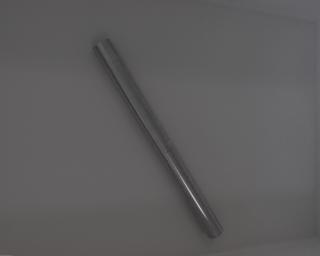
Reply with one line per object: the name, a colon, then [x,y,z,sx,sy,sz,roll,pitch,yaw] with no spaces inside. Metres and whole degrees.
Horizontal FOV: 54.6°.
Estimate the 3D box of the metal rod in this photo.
metal rod: [0.003,0.022,0.411,0.025,0.025,0.299,-34,101,-17]
